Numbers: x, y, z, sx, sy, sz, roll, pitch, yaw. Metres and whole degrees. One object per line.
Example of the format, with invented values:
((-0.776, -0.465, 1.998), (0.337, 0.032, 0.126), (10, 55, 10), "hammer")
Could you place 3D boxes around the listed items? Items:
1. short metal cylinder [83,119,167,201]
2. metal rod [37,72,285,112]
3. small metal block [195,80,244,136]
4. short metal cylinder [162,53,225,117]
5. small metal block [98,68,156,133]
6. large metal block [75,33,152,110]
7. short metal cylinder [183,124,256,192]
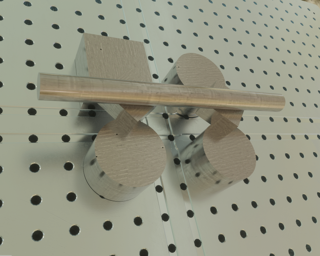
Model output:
((-0.040, 0.036, 0.347), (0.081, 0.050, 0.080), (14, 56, -21), "short metal cylinder")
((0.025, -0.036, 0.347), (0.303, 0.025, 0.025), (1, 62, -28), "metal rod")
((0.081, -0.027, 0.404), (0.050, 0.025, 0.050), (35, 51, -5), "small metal block")
((0.048, -0.063, 0.456), (0.081, 0.050, 0.080), (14, 56, -21), "short metal cylinder")
((-0.033, -0.032, 0.346), (0.050, 0.025, 0.050), (42, 51, 1), "small metal block")
((-0.061, -0.070, 0.401), (0.081, 0.050, 0.080), (1, 61, -28), "large metal block")
((0.078, 0.039, 0.410), (0.081, 0.050, 0.080), (14, 56, -21), "short metal cylinder")
